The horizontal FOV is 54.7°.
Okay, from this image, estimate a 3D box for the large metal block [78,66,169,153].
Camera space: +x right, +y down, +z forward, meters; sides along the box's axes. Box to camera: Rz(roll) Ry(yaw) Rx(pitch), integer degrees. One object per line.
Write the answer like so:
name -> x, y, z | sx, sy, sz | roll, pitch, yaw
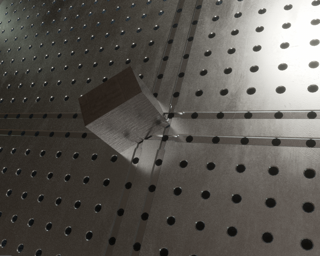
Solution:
large metal block -> -0.046, -0.021, 0.409 | 0.080, 0.080, 0.050 | -31, 52, 8
